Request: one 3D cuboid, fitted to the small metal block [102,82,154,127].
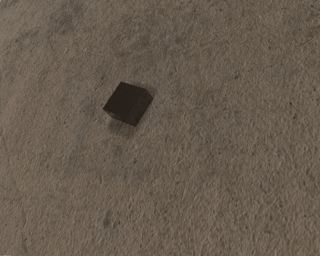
[{"bbox_3d":[-0.046,-0.035,0.448,0.050,0.025,0.050,21,72,35],"label":"small metal block"}]
